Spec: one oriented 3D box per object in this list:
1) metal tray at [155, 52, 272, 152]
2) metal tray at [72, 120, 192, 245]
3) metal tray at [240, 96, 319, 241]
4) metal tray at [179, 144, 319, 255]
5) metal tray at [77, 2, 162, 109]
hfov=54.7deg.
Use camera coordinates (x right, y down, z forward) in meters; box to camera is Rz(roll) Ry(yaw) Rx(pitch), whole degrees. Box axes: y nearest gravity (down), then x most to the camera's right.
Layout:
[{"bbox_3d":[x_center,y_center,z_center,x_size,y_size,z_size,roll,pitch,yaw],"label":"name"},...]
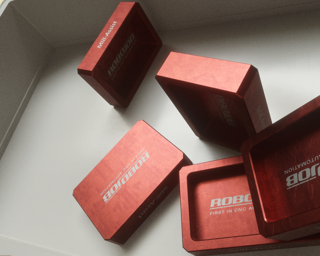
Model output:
[{"bbox_3d":[0.062,-0.019,0.317,0.090,0.130,0.030,19,72,35],"label":"metal tray"},{"bbox_3d":[-0.035,0.063,0.381,0.130,0.030,0.090,-47,52,-6],"label":"metal tray"},{"bbox_3d":[0.127,0.026,0.238,0.129,0.030,0.090,-41,42,43],"label":"metal tray"},{"bbox_3d":[0.087,0.074,0.310,0.130,0.030,0.090,-14,56,20],"label":"metal tray"},{"bbox_3d":[-0.053,-0.106,0.455,0.030,0.090,0.130,15,70,34],"label":"metal tray"}]
